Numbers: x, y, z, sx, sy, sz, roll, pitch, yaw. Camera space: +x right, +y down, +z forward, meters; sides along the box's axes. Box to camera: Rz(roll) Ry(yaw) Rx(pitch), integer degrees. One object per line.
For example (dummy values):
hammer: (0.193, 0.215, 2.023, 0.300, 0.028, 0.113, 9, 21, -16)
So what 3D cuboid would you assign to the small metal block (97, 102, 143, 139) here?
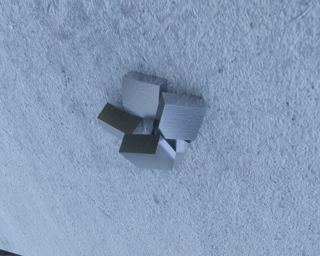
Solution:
small metal block: (-0.052, -0.004, 0.417, 0.050, 0.025, 0.050, 29, 164, 8)

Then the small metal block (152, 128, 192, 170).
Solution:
small metal block: (0.013, 0.020, 0.413, 0.050, 0.025, 0.050, 29, 128, 9)

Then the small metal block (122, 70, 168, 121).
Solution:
small metal block: (-0.019, -0.041, 0.392, 0.050, 0.025, 0.050, 16, 125, 18)

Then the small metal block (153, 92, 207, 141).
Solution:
small metal block: (0.023, -0.013, 0.373, 0.050, 0.025, 0.050, 5, 128, -15)

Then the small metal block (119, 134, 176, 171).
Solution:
small metal block: (-0.015, 0.030, 0.386, 0.050, 0.025, 0.050, 0, 151, 28)
